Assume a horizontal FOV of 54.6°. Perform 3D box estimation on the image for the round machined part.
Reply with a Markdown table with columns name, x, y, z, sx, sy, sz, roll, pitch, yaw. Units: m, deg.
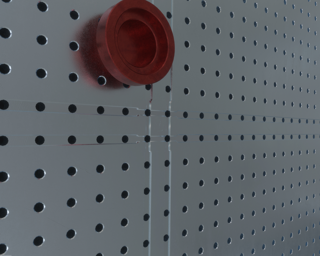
| name | x | y | z | sx | sy | sz | roll | pitch | yaw |
| --- | --- | --- | --- | --- | --- | --- | --- | --- | --- |
| round machined part | -0.032 | -0.099 | 0.370 | 0.099 | 0.042 | 0.097 | 0 | 90 | -40 |
